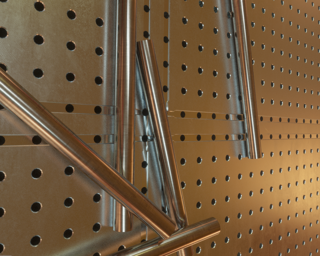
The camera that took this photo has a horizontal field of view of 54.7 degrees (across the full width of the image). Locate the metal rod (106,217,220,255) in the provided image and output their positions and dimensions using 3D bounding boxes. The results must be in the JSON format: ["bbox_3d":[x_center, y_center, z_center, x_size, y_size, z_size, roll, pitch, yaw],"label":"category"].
[{"bbox_3d":[-0.048,0.154,0.351,0.303,0.025,0.025,-7,95,-34],"label":"metal rod"}]

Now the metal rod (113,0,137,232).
[{"bbox_3d":[-0.042,-0.028,0.375,0.025,0.025,0.298,1,89,-40],"label":"metal rod"}]

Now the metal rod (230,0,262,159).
[{"bbox_3d":[0.149,-0.094,0.536,0.025,0.025,0.298,-14,99,-39],"label":"metal rod"}]

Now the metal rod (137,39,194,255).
[{"bbox_3d":[0.007,0.035,0.417,0.025,0.025,0.298,-19,102,-39],"label":"metal rod"}]

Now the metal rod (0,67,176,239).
[{"bbox_3d":[-0.086,0.024,0.317,0.300,0.025,0.025,46,62,-23],"label":"metal rod"}]
